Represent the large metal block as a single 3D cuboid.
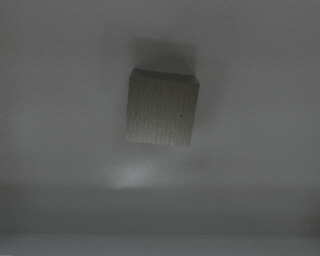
[{"bbox_3d":[0.001,-0.026,0.388,0.080,0.050,0.079,6,110,-3],"label":"large metal block"}]
